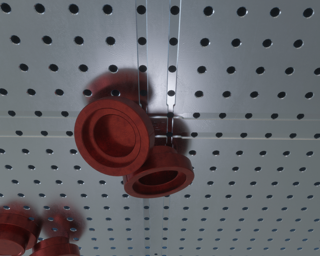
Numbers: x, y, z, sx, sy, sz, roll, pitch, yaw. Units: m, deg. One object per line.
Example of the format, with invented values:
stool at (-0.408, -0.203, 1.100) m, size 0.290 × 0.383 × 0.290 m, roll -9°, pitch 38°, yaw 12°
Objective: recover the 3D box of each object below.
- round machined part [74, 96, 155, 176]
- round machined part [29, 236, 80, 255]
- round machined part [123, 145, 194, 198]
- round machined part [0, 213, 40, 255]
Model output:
round machined part at (-0.053, 0.007, 0.389) m, size 0.098 × 0.042 × 0.097 m, roll 5°, pitch 107°, yaw 15°
round machined part at (-0.204, 0.241, 0.589) m, size 0.099 × 0.042 × 0.098 m, roll -16°, pitch 145°, yaw -12°
round machined part at (-0.004, 0.060, 0.439) m, size 0.099 × 0.042 × 0.098 m, roll -9°, pitch 146°, yaw -6°
round machined part at (-0.277, 0.203, 0.571) m, size 0.099 × 0.042 × 0.097 m, roll 0°, pitch 130°, yaw 0°
